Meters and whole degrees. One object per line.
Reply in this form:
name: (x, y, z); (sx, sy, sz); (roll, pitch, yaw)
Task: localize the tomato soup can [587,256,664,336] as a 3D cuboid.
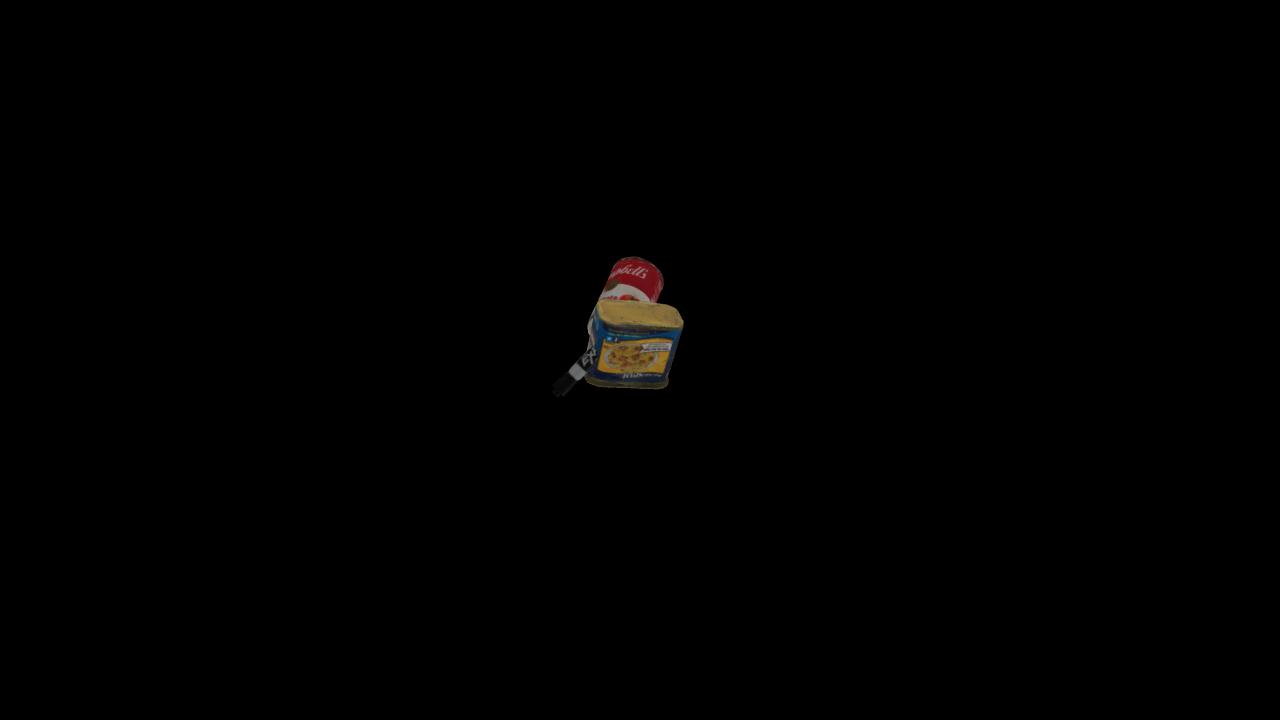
tomato soup can: (-0.017, -0.065, 0.735); (0.068, 0.101, 0.068); (13, -38, 10)

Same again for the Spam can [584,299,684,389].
Spam can: (-0.008, -0.018, 0.695); (0.101, 0.085, 0.058); (2, 36, -17)

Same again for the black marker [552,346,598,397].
black marker: (-0.051, -0.005, 0.676); (0.020, 0.121, 0.020); (45, -1, 1)
